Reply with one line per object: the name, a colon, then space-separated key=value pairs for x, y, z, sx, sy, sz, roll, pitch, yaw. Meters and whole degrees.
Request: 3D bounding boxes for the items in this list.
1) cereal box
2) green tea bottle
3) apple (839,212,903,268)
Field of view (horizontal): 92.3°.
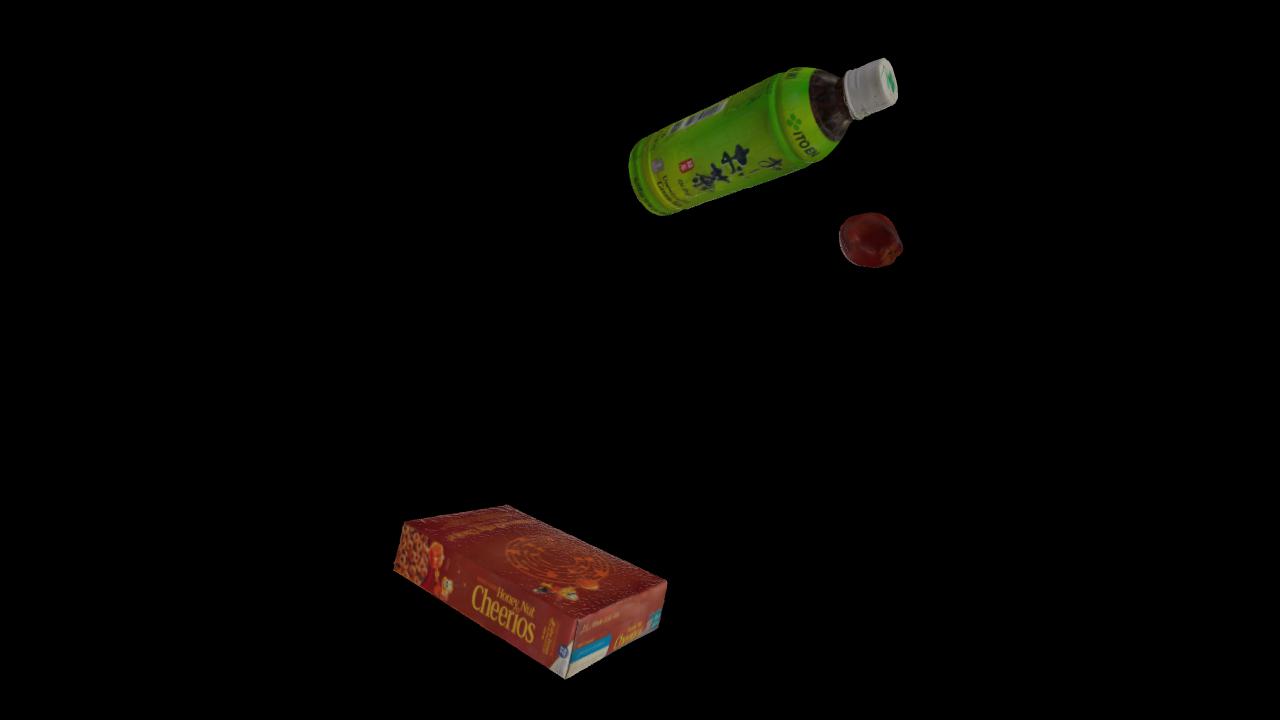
cereal box: x=-0.143 y=0.286 z=0.812 sx=0.306 sy=0.081 sz=0.203 roll=15 pitch=3 yaw=31
green tea bottle: x=0.085 y=-0.170 z=0.469 sx=0.073 sy=0.073 sz=0.212 roll=0 pitch=-7 yaw=-44
apple: x=0.331 y=-0.173 z=0.890 sx=0.079 sy=0.079 sz=0.093 roll=0 pitch=39 yaw=-29
